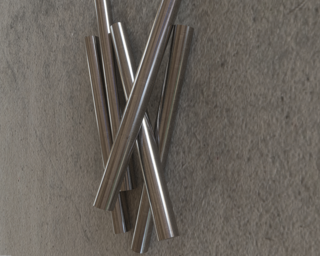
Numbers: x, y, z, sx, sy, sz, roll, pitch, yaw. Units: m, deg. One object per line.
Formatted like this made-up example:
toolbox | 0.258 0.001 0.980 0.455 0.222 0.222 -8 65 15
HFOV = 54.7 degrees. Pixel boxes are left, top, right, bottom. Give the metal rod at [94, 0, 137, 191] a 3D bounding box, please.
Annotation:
metal rod | -0.068 -0.059 0.458 0.025 0.025 0.298 -14 81 39

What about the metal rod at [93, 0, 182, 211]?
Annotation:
metal rod | -0.021 -0.050 0.372 0.025 0.025 0.299 14 84 39

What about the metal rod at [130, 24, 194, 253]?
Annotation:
metal rod | 0.001 0.021 0.402 0.025 0.025 0.298 19 102 38

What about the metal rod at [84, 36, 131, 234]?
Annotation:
metal rod | -0.081 0.005 0.469 0.025 0.025 0.298 -17 79 38

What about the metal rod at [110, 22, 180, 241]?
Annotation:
metal rod | -0.026 -0.012 0.396 0.025 0.025 0.299 -32 62 35
